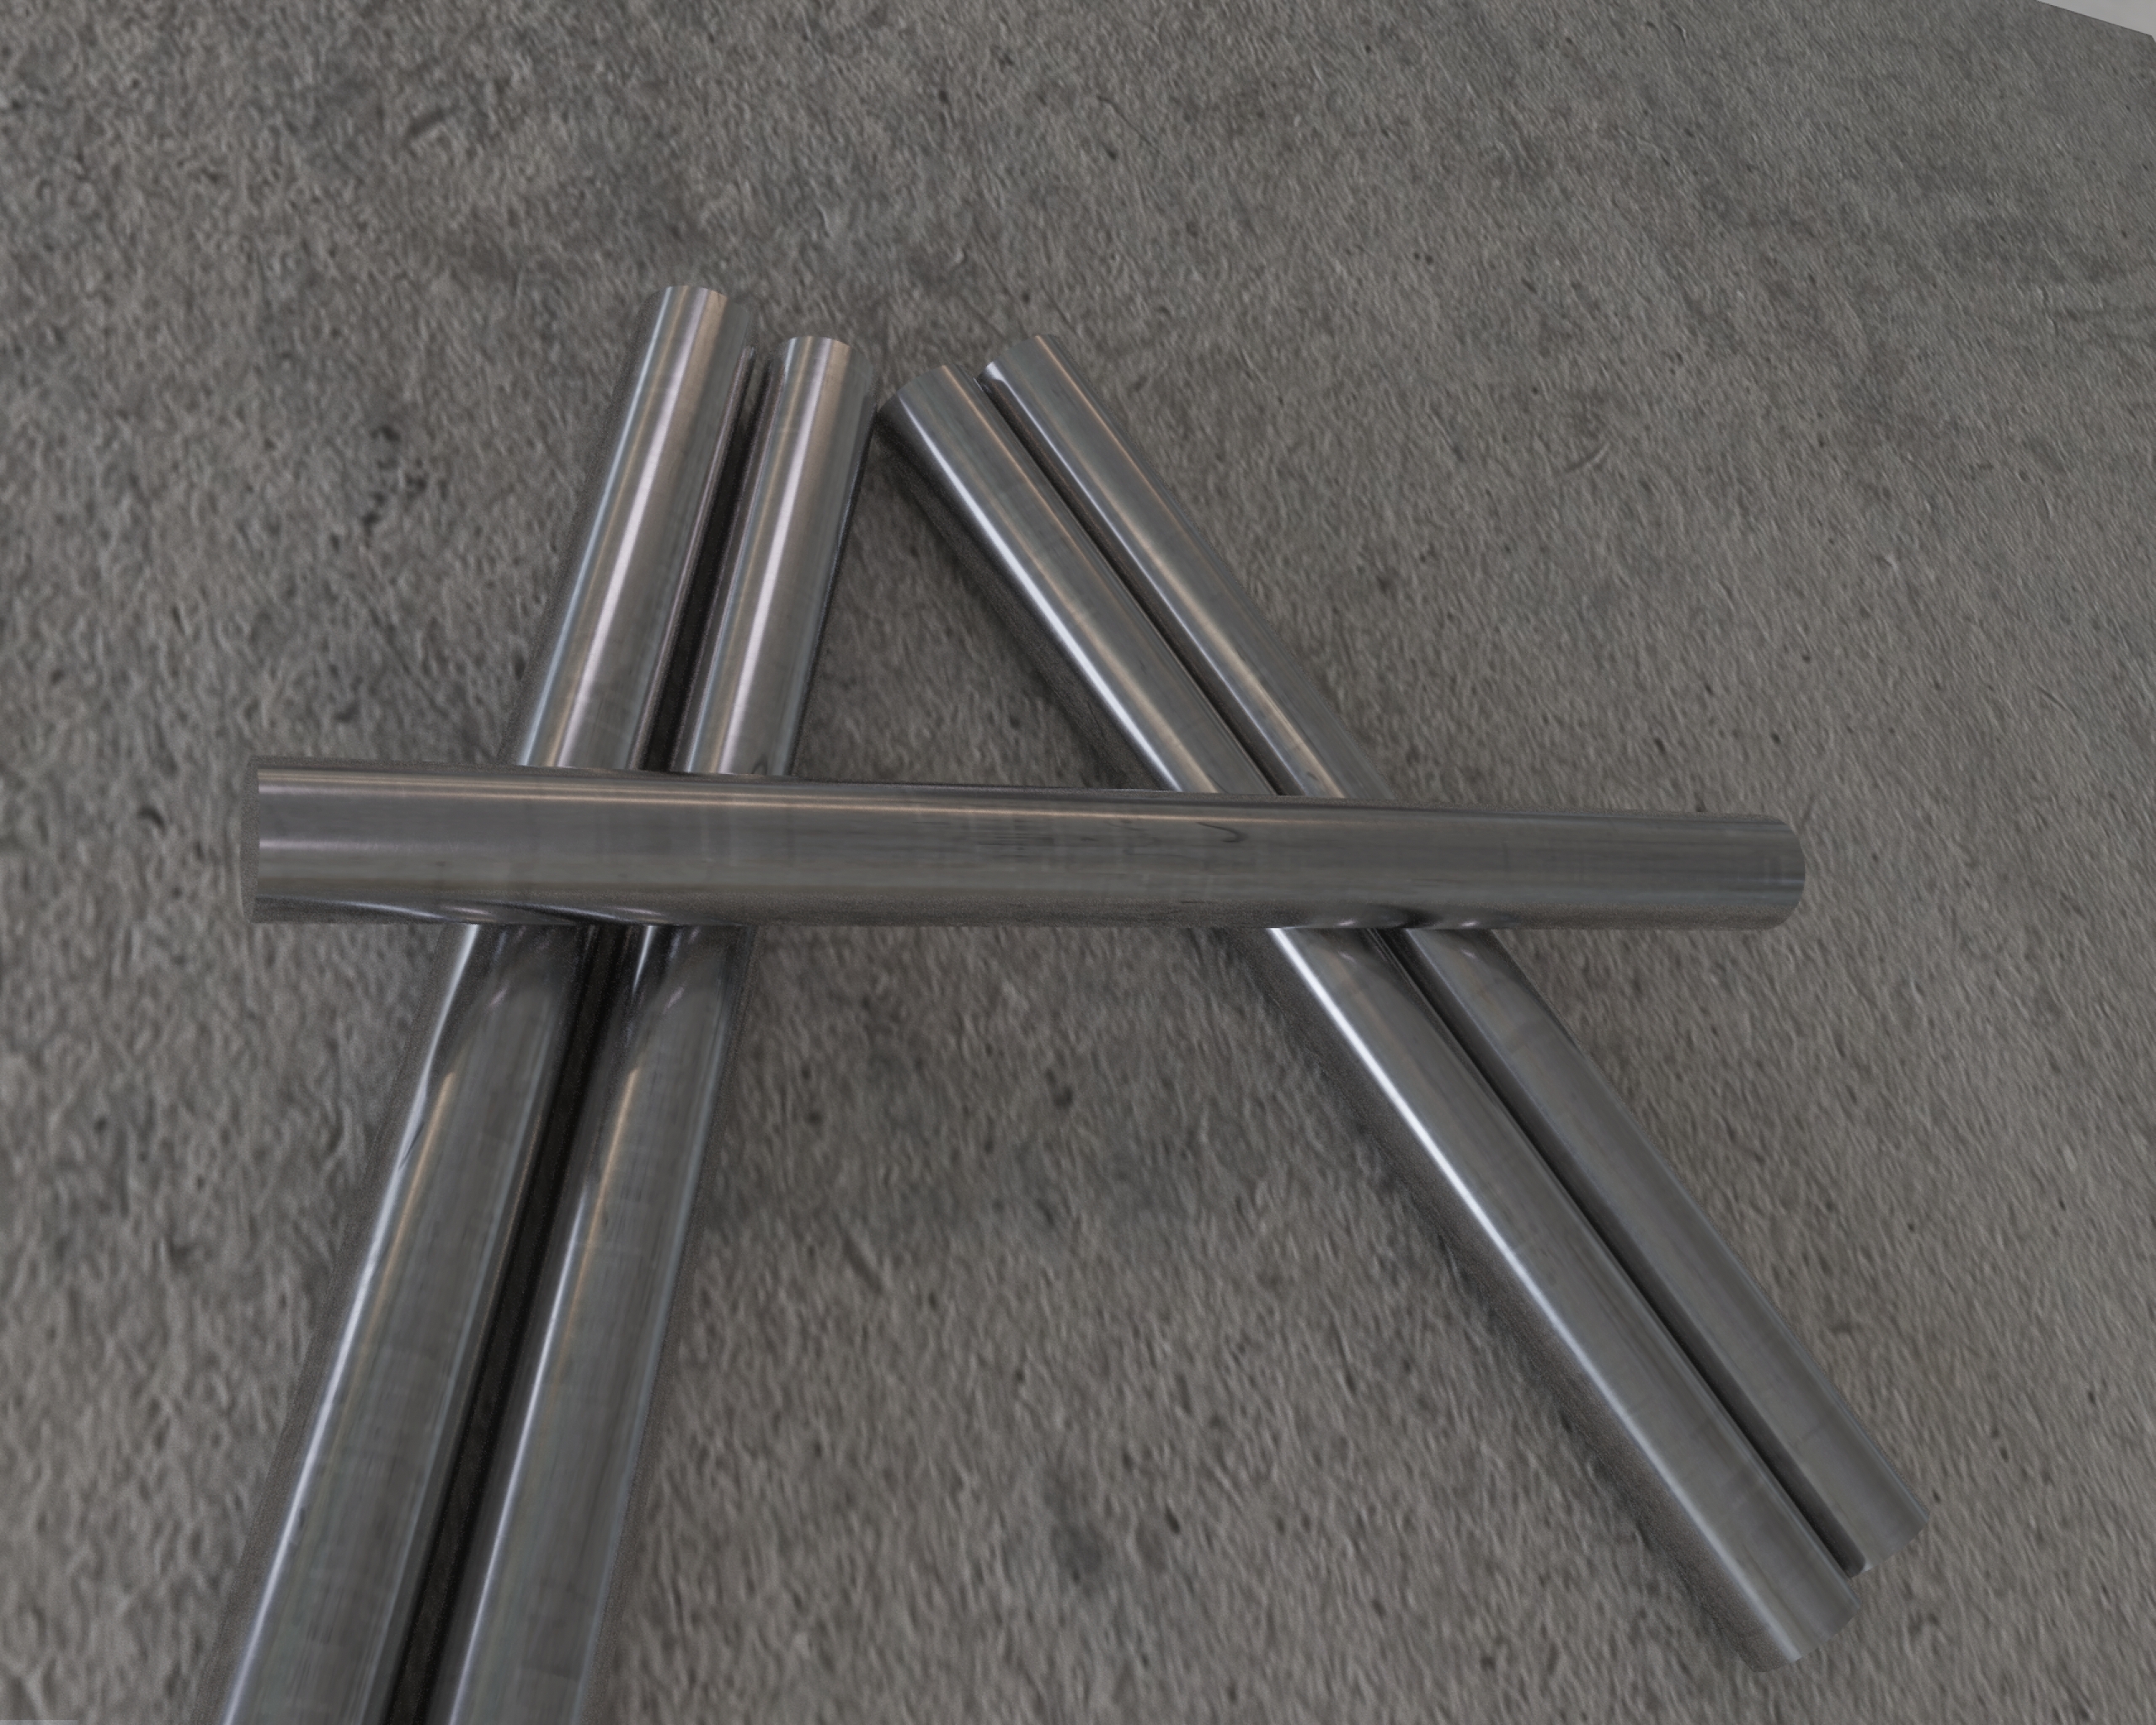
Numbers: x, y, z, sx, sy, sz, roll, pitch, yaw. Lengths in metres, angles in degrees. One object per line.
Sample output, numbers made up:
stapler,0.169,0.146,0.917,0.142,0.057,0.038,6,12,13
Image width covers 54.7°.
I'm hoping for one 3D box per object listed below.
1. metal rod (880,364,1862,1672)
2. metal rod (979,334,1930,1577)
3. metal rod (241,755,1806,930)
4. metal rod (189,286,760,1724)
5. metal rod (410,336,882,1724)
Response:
metal rod,0.051,0.023,0.416,0.025,0.025,0.299,-27,76,-37
metal rod,0.070,0.012,0.433,0.025,0.025,0.299,-27,76,-37
metal rod,0.012,-0.001,0.376,0.303,0.025,0.025,1,61,-28
metal rod,-0.093,0.015,0.344,0.025,0.025,0.300,19,54,-17
metal rod,-0.068,0.023,0.352,0.025,0.025,0.300,19,54,-17
